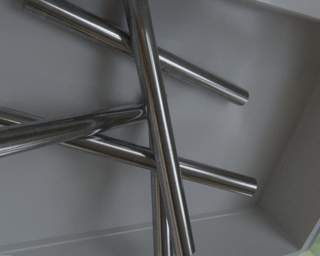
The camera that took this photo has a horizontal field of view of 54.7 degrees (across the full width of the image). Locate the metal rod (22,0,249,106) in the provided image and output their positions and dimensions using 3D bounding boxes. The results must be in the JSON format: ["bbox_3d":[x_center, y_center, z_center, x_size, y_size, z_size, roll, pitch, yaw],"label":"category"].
[{"bbox_3d":[0.001,-0.080,0.360,0.302,0.025,0.025,17,109,-35],"label":"metal rod"}]

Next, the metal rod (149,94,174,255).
[{"bbox_3d":[0.003,0.107,0.391,0.025,0.025,0.298,-3,92,-27],"label":"metal rod"}]

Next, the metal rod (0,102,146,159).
[{"bbox_3d":[-0.115,0.008,0.269,0.302,0.025,0.025,-17,130,-52],"label":"metal rod"}]

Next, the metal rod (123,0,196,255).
[{"bbox_3d":[0.000,-0.004,0.329,0.025,0.025,0.298,-15,100,-21],"label":"metal rod"}]

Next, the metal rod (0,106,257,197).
[{"bbox_3d":[-0.024,0.032,0.355,0.302,0.025,0.025,17,111,-15],"label":"metal rod"}]
